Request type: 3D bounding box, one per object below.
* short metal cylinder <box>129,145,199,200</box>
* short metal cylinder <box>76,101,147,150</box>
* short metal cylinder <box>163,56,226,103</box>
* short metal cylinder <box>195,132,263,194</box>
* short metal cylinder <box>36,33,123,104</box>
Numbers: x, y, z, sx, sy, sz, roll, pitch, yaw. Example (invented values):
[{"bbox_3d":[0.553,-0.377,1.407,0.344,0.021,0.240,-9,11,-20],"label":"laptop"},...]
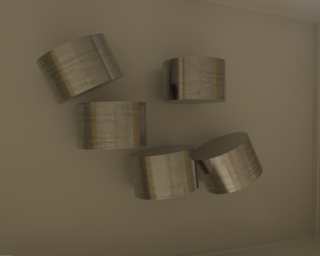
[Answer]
[{"bbox_3d":[0.005,0.052,0.384,0.081,0.080,0.050,-9,93,-20],"label":"short metal cylinder"},{"bbox_3d":[-0.056,-0.003,0.361,0.081,0.080,0.050,-2,91,-20],"label":"short metal cylinder"},{"bbox_3d":[0.044,-0.059,0.399,0.081,0.080,0.050,-1,91,-20],"label":"short metal cylinder"},{"bbox_3d":[0.089,0.046,0.416,0.081,0.080,0.050,-28,100,-18],"label":"short metal cylinder"},{"bbox_3d":[-0.089,-0.066,0.349,0.081,0.080,0.050,-28,100,-18],"label":"short metal cylinder"}]
